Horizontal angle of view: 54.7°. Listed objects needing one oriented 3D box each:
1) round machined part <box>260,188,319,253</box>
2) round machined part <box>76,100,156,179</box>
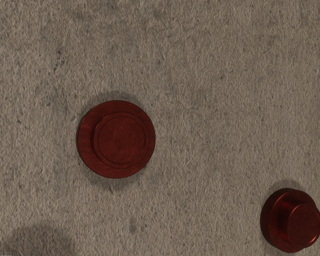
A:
[{"bbox_3d":[0.209,0.145,0.480,0.099,0.042,0.097,0,90,-21],"label":"round machined part"},{"bbox_3d":[-0.051,0.014,0.382,0.099,0.042,0.097,0,90,-21],"label":"round machined part"}]
